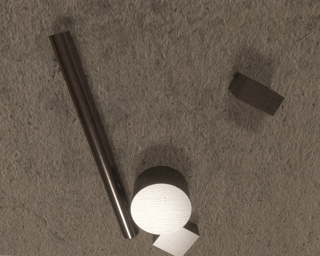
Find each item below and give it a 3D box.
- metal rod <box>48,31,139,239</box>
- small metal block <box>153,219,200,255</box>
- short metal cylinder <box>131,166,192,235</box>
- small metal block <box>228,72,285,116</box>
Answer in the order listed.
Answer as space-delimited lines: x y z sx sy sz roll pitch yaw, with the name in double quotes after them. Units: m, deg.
-0.082 0.023 0.417 0.025 0.025 0.298 -14 110 5 "metal rod"
0.024 0.162 0.470 0.050 0.025 0.050 31 107 -12 "small metal block"
0.002 0.100 0.433 0.081 0.050 0.079 0 110 0 "short metal cylinder"
0.117 -0.043 0.382 0.050 0.050 0.025 24 108 -9 "small metal block"
